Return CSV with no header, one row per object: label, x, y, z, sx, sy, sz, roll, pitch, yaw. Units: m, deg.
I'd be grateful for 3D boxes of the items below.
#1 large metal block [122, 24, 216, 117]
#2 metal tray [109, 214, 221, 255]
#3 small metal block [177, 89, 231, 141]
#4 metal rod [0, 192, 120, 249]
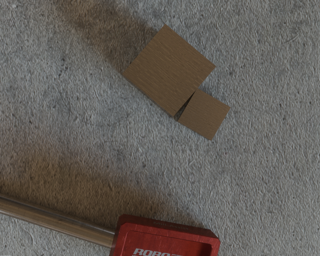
large metal block,0.011,-0.070,0.398,0.080,0.050,0.080,40,90,0
metal tray,0.003,0.168,0.394,0.131,0.030,0.089,14,90,-13
small metal block,0.057,-0.018,0.411,0.050,0.025,0.050,30,90,-1
metal rod,-0.197,0.103,0.407,0.302,0.025,0.025,18,90,-1
